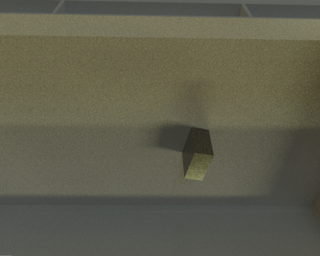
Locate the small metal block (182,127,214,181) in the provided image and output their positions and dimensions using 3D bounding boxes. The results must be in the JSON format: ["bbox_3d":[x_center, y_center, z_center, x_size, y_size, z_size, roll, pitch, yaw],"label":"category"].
[{"bbox_3d":[0.050,0.035,0.424,0.025,0.050,0.050,9,130,-8],"label":"small metal block"}]
